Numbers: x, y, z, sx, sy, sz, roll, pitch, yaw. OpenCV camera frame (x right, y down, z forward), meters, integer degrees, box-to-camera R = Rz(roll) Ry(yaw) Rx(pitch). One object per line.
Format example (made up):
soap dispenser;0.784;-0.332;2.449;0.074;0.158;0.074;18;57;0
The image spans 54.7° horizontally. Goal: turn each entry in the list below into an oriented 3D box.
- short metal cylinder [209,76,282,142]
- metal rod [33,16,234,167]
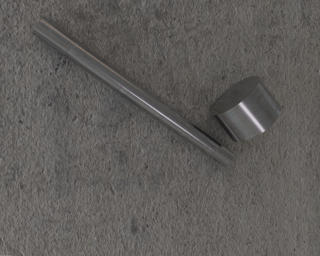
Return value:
short metal cylinder;0.115;-0.026;0.423;0.080;0.080;0.050;-45;104;-14
metal rod;-0.021;-0.037;0.401;0.301;0.025;0.025;35;79;-17
